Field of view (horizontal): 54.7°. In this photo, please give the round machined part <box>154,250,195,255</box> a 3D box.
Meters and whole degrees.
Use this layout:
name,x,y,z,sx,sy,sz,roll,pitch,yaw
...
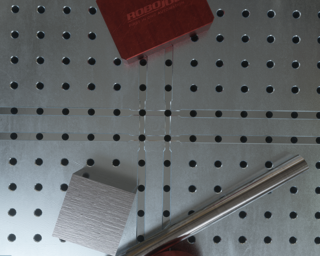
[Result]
name,x,y,z,sx,sy,sz,roll,pitch,yaw
round machined part,0.016,0.203,0.400,0.099,0.042,0.097,-1,99,-5

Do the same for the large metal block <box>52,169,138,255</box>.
name,x,y,z,sx,sy,sz,roll,pitch,yaw
large metal block,-0.080,0.105,0.400,0.080,0.050,0.080,18,90,-1

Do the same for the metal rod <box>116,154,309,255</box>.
name,x,y,z,sx,sy,sz,roll,pitch,yaw
metal rod,0.060,0.119,0.414,0.301,0.025,0.025,-29,90,-1

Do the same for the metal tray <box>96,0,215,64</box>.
name,x,y,z,sx,sy,sz,roll,pitch,yaw
metal tray,-0.006,-0.152,0.411,0.131,0.030,0.090,-24,90,-1
